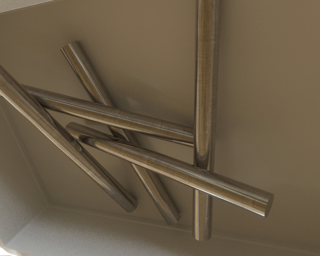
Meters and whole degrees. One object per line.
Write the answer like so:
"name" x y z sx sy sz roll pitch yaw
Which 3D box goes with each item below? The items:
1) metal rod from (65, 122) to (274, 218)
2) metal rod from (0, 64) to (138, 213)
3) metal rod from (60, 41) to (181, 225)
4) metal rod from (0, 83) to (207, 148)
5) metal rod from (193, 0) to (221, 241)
"metal rod" -0.013 0.040 0.386 0.300 0.025 0.025 17 126 33
"metal rod" -0.124 0.028 0.434 0.025 0.025 0.300 -13 129 33
"metal rod" -0.049 0.018 0.443 0.025 0.025 0.299 -18 109 35
"metal rod" -0.082 -0.020 0.405 0.301 0.025 0.025 15 125 7
"metal rod" 0.051 0.002 0.354 0.025 0.025 0.298 8 114 23
